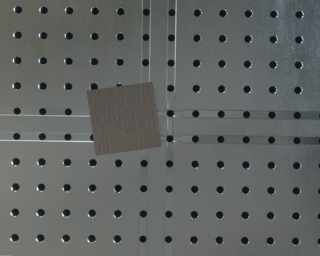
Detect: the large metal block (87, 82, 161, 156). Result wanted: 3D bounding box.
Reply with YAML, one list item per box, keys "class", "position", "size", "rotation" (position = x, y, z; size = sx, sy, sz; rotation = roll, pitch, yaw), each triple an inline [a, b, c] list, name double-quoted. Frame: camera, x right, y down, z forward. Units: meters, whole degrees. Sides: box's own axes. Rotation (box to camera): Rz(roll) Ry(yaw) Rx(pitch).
- class: "large metal block"
  position: [-0.044, -0.011, 0.401]
  size: [0.080, 0.050, 0.080]
  rotation: [-8, 90, 0]
